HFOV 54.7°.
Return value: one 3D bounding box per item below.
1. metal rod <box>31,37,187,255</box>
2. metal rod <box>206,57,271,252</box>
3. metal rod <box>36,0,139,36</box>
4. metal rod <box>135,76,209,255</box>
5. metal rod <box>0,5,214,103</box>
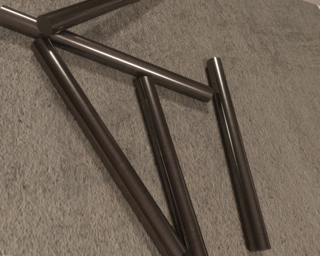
[{"bbox_3d":[-0.066,0.016,0.359,0.025,0.025,0.299,-26,76,-37],"label":"metal rod"},{"bbox_3d":[0.108,0.020,0.451,0.025,0.025,0.299,7,59,-25],"label":"metal rod"},{"bbox_3d":[-0.063,-0.198,0.474,0.025,0.025,0.302,43,45,1],"label":"metal rod"},{"bbox_3d":[0.018,0.066,0.374,0.025,0.025,0.299,-3,63,-30],"label":"metal rod"},{"bbox_3d":[-0.060,-0.095,0.430,0.302,0.025,0.025,18,55,-18],"label":"metal rod"}]
